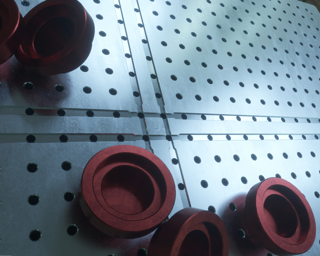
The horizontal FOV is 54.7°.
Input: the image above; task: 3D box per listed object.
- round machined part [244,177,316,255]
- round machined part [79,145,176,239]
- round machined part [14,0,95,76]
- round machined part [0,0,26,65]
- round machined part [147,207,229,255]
[{"bbox_3d":[0.152,0.118,0.409,0.099,0.042,0.098,14,56,-21],"label":"round machined part"},{"bbox_3d":[-0.036,0.070,0.330,0.099,0.042,0.098,12,50,-14],"label":"round machined part"},{"bbox_3d":[-0.123,-0.105,0.375,0.098,0.042,0.098,-6,68,16],"label":"round machined part"},{"bbox_3d":[-0.199,-0.104,0.340,0.099,0.042,0.098,2,65,-4],"label":"round machined part"},{"bbox_3d":[0.025,0.130,0.315,0.099,0.042,0.097,1,88,-45],"label":"round machined part"}]
